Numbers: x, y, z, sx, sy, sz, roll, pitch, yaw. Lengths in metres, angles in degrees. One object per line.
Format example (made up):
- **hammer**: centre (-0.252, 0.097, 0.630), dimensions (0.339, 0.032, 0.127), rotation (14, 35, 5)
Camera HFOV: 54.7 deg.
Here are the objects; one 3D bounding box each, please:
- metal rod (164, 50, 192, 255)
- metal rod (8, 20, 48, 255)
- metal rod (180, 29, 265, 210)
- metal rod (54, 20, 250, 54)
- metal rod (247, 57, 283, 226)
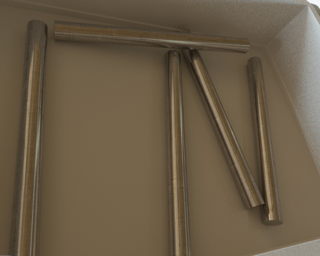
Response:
- **metal rod**: centre (0.021, 0.015, 0.407), dimensions (0.025, 0.025, 0.299), rotation (13, 56, -21)
- **metal rod**: centre (-0.137, 0.001, 0.330), dimensions (0.025, 0.025, 0.299), rotation (5, 59, -26)
- **metal rod**: centre (0.083, -0.027, 0.466), dimensions (0.025, 0.025, 0.299), rotation (-4, 64, -30)
- **metal rod**: centre (0.001, -0.133, 0.464), dimensions (0.303, 0.025, 0.025), rotation (-2, 62, -21)
- **metal rod**: centre (0.162, 0.001, 0.491), dimensions (0.025, 0.025, 0.300), rotation (18, 55, -18)
